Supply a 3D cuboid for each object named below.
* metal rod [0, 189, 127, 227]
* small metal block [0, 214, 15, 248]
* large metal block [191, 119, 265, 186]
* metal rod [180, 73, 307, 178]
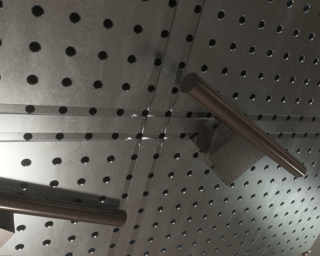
[{"bbox_3d":[-0.170,0.091,0.375,0.302,0.025,0.025,22,107,-37],"label":"metal rod"},{"bbox_3d":[-0.215,0.128,0.374,0.050,0.025,0.050,-45,130,3],"label":"small metal block"},{"bbox_3d":[0.106,0.029,0.473,0.080,0.050,0.080,-39,130,-3],"label":"large metal block"},{"bbox_3d":[0.133,0.011,0.428,0.301,0.025,0.025,31,101,-38],"label":"metal rod"}]
